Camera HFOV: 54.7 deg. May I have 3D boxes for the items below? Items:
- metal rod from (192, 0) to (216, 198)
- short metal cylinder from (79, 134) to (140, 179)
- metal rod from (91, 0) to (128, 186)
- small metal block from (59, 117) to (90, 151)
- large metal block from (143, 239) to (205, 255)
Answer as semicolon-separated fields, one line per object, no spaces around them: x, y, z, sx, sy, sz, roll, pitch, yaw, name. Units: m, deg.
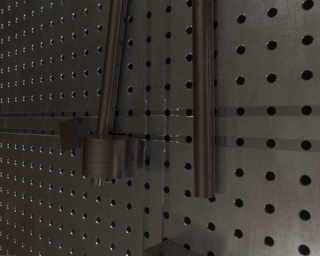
0.051;-0.069;0.365;0.025;0.025;0.298;-1;89;39;metal rod
-0.069;0.037;0.428;0.080;0.081;0.050;6;94;39;short metal cylinder
-0.076;-0.060;0.469;0.025;0.025;0.298;12;98;39;metal rod
-0.144;0.011;0.525;0.050;0.025;0.050;-14;81;39;small metal block
0.022;0.194;0.373;0.080;0.050;0.079;11;97;39;large metal block
